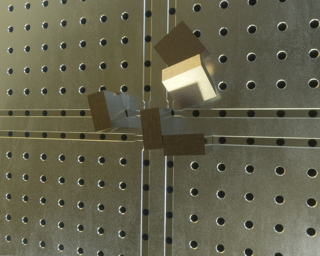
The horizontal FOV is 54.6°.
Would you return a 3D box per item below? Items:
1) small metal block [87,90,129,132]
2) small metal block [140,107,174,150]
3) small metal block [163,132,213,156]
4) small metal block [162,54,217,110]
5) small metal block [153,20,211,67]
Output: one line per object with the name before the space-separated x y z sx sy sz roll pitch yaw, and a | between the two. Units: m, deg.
small metal block | -0.070 -0.022 0.425 0.025 0.050 0.050 -16 85 19
small metal block | -0.002 0.001 0.400 0.025 0.050 0.050 -7 88 20
small metal block | 0.036 0.020 0.387 0.050 0.050 0.025 -3 89 20
small metal block | 0.036 -0.056 0.385 0.050 0.050 0.025 -20 40 19
small metal block | 0.029 -0.101 0.403 0.050 0.025 0.050 -40 78 15
